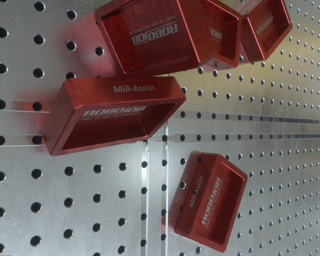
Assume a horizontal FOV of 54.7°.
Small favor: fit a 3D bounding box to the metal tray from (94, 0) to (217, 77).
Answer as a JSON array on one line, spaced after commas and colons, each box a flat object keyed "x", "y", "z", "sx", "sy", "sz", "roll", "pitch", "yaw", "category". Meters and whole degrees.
[{"x": -0.010, "y": -0.103, "z": 0.334, "sx": 0.030, "sy": 0.130, "sz": 0.090, "roll": -37, "pitch": 113, "yaw": -34, "category": "metal tray"}]

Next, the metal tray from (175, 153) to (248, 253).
[{"x": 0.083, "y": 0.114, "z": 0.478, "sx": 0.090, "sy": 0.030, "sz": 0.130, "roll": 36, "pitch": 68, "yaw": -35, "category": "metal tray"}]

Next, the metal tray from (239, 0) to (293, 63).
[{"x": 0.193, "y": -0.192, "z": 0.570, "sx": 0.131, "sy": 0.030, "sz": 0.090, "roll": -47, "pitch": 118, "yaw": -30, "category": "metal tray"}]

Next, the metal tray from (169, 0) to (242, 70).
[{"x": 0.070, "y": -0.147, "z": 0.466, "sx": 0.131, "sy": 0.030, "sz": 0.089, "roll": 10, "pitch": 84, "yaw": -40, "category": "metal tray"}]

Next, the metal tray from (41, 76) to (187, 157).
[{"x": -0.046, "y": -0.014, "z": 0.328, "sx": 0.131, "sy": 0.090, "sz": 0.030, "roll": -9, "pitch": 63, "yaw": -40, "category": "metal tray"}]
